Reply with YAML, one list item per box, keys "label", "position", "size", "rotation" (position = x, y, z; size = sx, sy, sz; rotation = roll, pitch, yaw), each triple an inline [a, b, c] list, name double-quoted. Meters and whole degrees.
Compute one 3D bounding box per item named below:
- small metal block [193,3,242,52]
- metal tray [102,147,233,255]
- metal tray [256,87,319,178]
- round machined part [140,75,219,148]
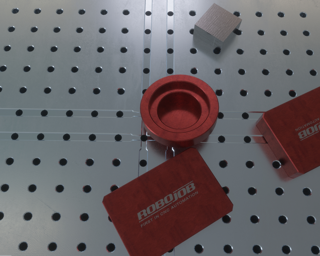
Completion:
- label: "small metal block"
  position: [0.086, -0.152, 0.468]
  size: [0.050, 0.025, 0.050]
  rotation: [36, 74, 12]
- label: "metal tray"
  position: [0.009, 0.093, 0.375]
  size: [0.131, 0.030, 0.090]
  rotation: [-29, 73, -10]
- label: "metal tray"
  position: [0.209, -0.002, 0.411]
  size: [0.131, 0.030, 0.090]
  rotation: [-24, 72, -9]
- label: "round machined part"
  position: [0.025, -0.018, 0.405]
  size: [0.099, 0.042, 0.098]
  rotation: [-1, 62, 3]
